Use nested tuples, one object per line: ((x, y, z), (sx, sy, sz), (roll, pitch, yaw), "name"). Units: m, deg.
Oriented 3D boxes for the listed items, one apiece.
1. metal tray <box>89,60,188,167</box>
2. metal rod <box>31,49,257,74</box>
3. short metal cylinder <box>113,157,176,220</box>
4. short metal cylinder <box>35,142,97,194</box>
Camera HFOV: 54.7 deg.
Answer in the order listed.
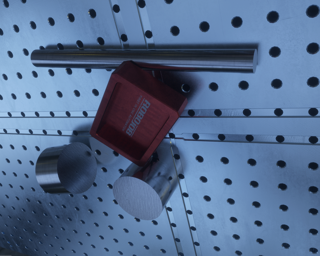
((-0.033, -0.012, 0.400), (0.090, 0.030, 0.129), (33, 137, -1), "metal tray")
((-0.038, -0.084, 0.379), (0.301, 0.025, 0.025), (7, 121, 24), "metal rod")
((-0.023, 0.090, 0.463), (0.080, 0.050, 0.079), (13, 124, 21), "short metal cylinder")
((-0.148, 0.065, 0.494), (0.050, 0.080, 0.080), (-9, 114, 32), "short metal cylinder")
